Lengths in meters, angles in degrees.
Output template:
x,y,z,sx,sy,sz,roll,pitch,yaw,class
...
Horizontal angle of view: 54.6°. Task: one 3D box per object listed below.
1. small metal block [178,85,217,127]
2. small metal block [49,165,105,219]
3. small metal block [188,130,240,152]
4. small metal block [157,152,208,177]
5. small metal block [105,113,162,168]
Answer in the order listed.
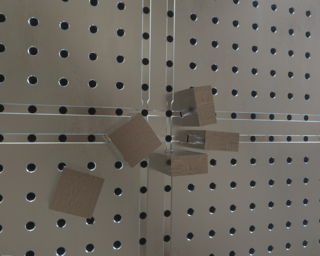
x,y,z,sx,sy,sz,roll,pitch,yaw,class
0.049,-0.029,0.417,0.025,0.050,0.050,-11,94,-20,small metal block
-0.101,0.077,0.375,0.050,0.025,0.050,20,83,-19,small metal block
0.073,0.017,0.426,0.050,0.050,0.025,5,89,-20,small metal block
0.029,0.046,0.410,0.050,0.050,0.025,-2,91,-20,small metal block
-0.034,0.015,0.400,0.050,0.025,0.050,-38,102,-16,small metal block
